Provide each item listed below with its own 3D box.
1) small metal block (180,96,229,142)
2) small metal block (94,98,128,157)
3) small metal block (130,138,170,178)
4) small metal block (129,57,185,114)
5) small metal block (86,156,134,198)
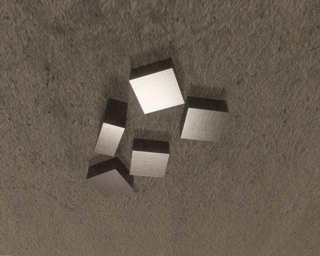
[{"bbox_3d":[0.055,-0.011,0.399,0.050,0.025,0.050,6,130,-6],"label":"small metal block"},{"bbox_3d":[-0.061,-0.001,0.389,0.025,0.050,0.050,16,128,-13],"label":"small metal block"},{"bbox_3d":[-0.016,0.044,0.444,0.050,0.025,0.050,6,130,-6],"label":"small metal block"},{"bbox_3d":[-0.003,-0.049,0.365,0.050,0.025,0.050,-14,129,11],"label":"small metal block"},{"bbox_3d":[-0.075,0.076,0.471,0.050,0.025,0.050,-21,128,16],"label":"small metal block"}]
